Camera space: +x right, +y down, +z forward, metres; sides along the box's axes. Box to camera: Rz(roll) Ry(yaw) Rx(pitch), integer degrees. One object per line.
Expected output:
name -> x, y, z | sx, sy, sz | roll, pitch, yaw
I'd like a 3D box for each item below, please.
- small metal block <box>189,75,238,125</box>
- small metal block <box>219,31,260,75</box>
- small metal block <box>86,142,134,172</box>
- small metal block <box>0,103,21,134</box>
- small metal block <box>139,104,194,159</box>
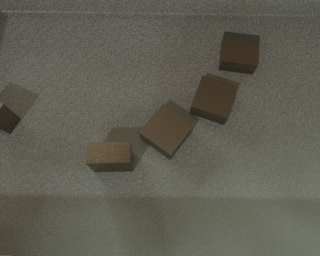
small metal block -> 0.073, -0.038, 0.424 | 0.050, 0.025, 0.050 | 19, 71, 6
small metal block -> 0.115, -0.109, 0.450 | 0.050, 0.025, 0.050 | 8, 70, 3
small metal block -> -0.060, 0.037, 0.382 | 0.050, 0.050, 0.025 | -1, 70, -1
small metal block -> -0.220, -0.020, 0.402 | 0.050, 0.050, 0.025 | 22, 72, 8
small metal block -> 0.009, 0.005, 0.408 | 0.050, 0.025, 0.050 | 35, 74, 12
